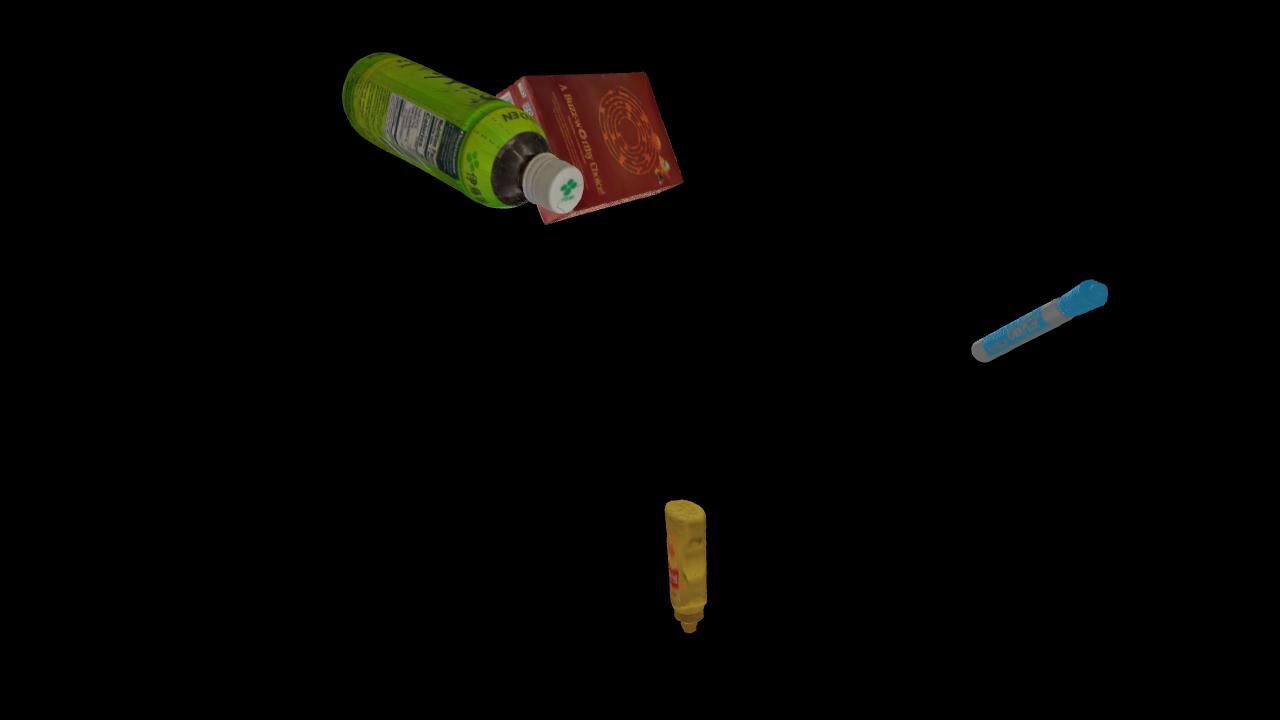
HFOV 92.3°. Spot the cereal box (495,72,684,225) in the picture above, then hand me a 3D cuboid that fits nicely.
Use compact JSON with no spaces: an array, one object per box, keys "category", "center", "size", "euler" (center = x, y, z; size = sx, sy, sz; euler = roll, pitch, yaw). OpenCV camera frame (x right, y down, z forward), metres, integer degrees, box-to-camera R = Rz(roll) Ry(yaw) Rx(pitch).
[{"category":"cereal box","center":[-0.067,-0.353,1.005],"size":[0.081,0.203,0.306],"euler":[-12,14,41]}]

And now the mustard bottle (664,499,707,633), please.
[{"category":"mustard bottle","center":[0.068,0.301,0.880],"size":[0.054,0.184,0.092],"euler":[-5,6,-20]}]

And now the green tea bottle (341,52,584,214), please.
[{"category":"green tea bottle","center":[-0.123,-0.153,0.427],"size":[0.212,0.073,0.073],"euler":[35,18,28]}]

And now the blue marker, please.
[{"category":"blue marker","center":[0.281,-0.025,0.439],"size":[0.020,0.020,0.121],"euler":[0,-18,-6]}]
